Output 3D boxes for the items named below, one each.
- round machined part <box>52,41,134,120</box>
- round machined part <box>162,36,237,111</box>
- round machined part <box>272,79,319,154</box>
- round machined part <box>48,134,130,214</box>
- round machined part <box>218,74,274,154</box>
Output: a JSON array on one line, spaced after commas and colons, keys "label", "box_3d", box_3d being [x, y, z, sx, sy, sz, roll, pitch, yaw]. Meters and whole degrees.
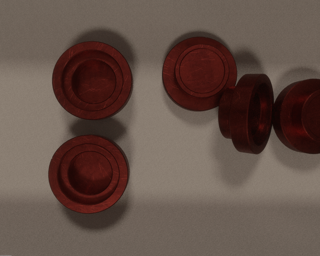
[{"label": "round machined part", "box_3d": [-0.084, -0.059, 0.402, 0.099, 0.042, 0.097, 0, 90, -1]}, {"label": "round machined part", "box_3d": [0.052, -0.071, 0.404, 0.099, 0.042, 0.097, 0, 90, -1]}, {"label": "round machined part", "box_3d": [0.200, -0.015, 0.398, 0.099, 0.042, 0.097, 0, 91, -11]}, {"label": "round machined part", "box_3d": [-0.089, 0.057, 0.402, 0.099, 0.042, 0.097, 0, 90, -1]}, {"label": "round machined part", "box_3d": [0.106, -0.018, 0.386, 0.042, 0.099, 0.097, 6, 90, 35]}]
